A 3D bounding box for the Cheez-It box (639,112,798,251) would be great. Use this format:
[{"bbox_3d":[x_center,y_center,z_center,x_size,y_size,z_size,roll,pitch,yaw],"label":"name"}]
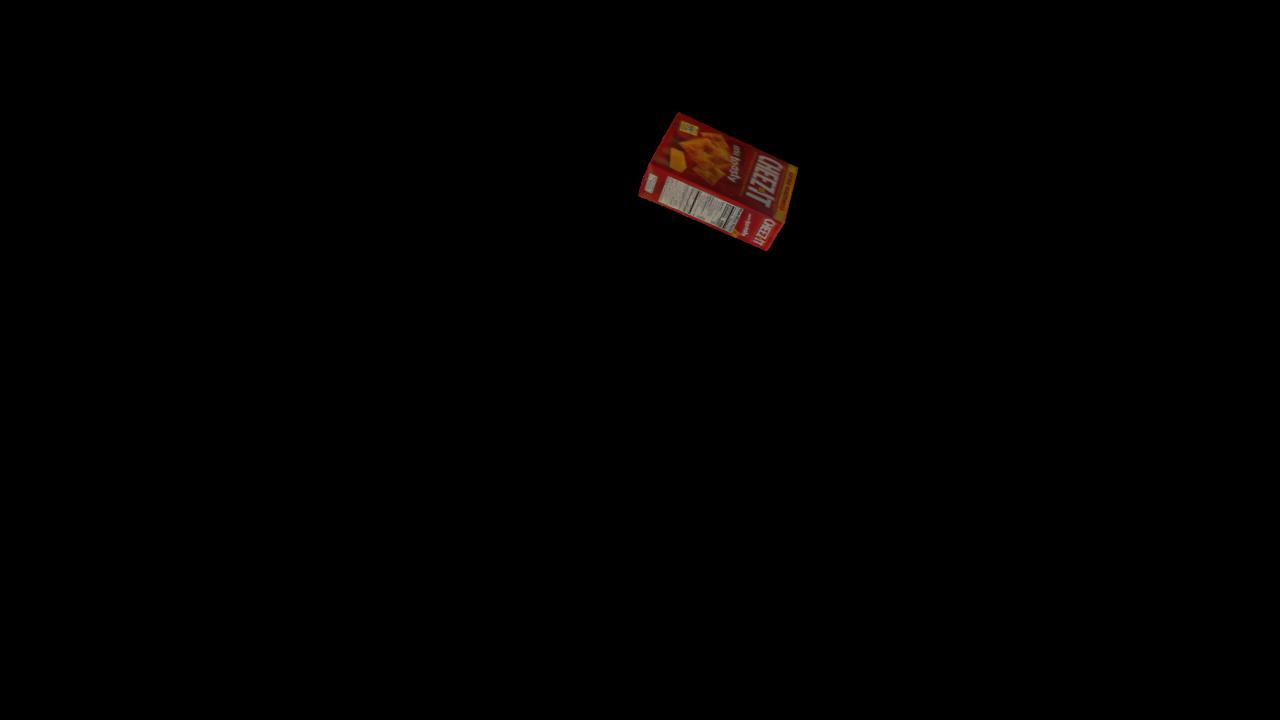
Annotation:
[{"bbox_3d":[0.128,-0.284,0.974,0.223,0.166,0.071,24,-39,-2],"label":"Cheez-It box"}]
